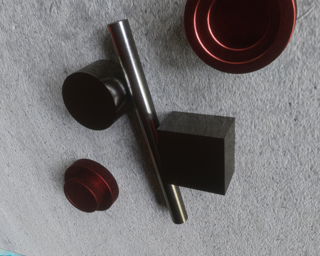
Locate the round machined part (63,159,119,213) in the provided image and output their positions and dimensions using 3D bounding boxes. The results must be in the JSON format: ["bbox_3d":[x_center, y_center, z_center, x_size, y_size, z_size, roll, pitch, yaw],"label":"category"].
[{"bbox_3d":[-0.123,0.104,0.525,0.098,0.042,0.097,13,124,21],"label":"round machined part"}]

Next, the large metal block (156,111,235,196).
[{"bbox_3d":[0.047,0.029,0.384,0.080,0.050,0.079,7,122,24],"label":"large metal block"}]

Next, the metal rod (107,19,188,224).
[{"bbox_3d":[-0.009,0.008,0.416,0.025,0.025,0.298,-3,117,29],"label":"metal rod"}]

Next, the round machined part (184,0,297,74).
[{"bbox_3d":[0.076,-0.104,0.292,0.098,0.042,0.097,13,124,21],"label":"round machined part"}]

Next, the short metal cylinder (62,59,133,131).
[{"bbox_3d":[-0.079,-0.043,0.405,0.080,0.050,0.079,13,124,21],"label":"short metal cylinder"}]
